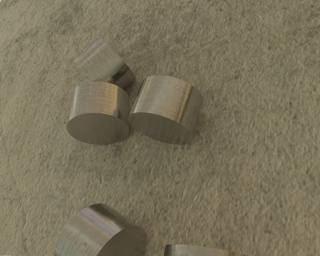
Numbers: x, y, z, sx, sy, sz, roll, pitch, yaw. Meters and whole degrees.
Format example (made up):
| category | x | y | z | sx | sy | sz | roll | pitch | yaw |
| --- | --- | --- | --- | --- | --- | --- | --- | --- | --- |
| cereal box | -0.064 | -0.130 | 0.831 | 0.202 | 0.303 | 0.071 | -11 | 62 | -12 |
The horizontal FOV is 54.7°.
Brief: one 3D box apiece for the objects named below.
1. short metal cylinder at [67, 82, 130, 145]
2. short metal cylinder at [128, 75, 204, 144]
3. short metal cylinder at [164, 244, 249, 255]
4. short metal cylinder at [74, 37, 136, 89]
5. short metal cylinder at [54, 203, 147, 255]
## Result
| category | x | y | z | sx | sy | sz | roll | pitch | yaw |
| --- | --- | --- | --- | --- | --- | --- | --- | --- | --- |
| short metal cylinder | -0.082 | -0.018 | 0.421 | 0.080 | 0.080 | 0.050 | -15 | 56 | 19 |
| short metal cylinder | 0.007 | -0.020 | 0.376 | 0.080 | 0.080 | 0.050 | 6 | 65 | 30 |
| short metal cylinder | 0.040 | 0.134 | 0.265 | 0.080 | 0.080 | 0.050 | -4 | 60 | 26 |
| short metal cylinder | -0.081 | -0.088 | 0.463 | 0.050 | 0.080 | 0.080 | -43 | 51 | -1 |
| short metal cylinder | -0.060 | 0.126 | 0.321 | 0.050 | 0.080 | 0.080 | 22 | 73 | 36 |
